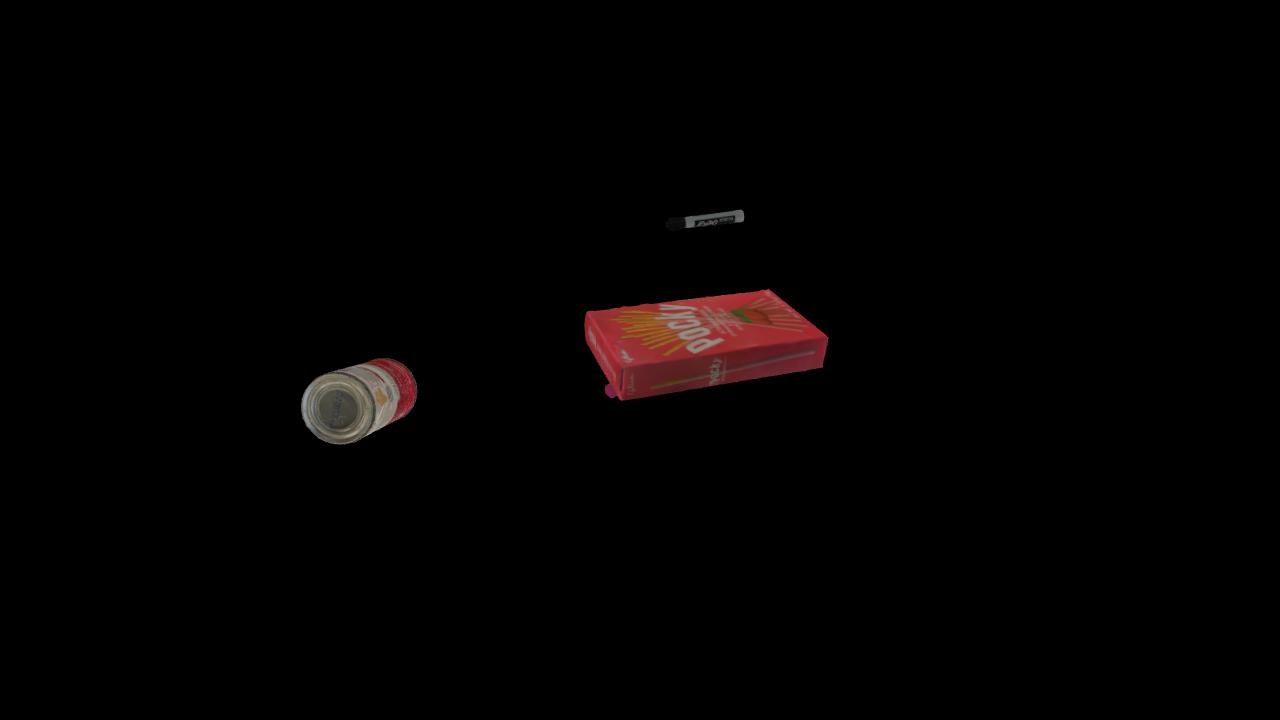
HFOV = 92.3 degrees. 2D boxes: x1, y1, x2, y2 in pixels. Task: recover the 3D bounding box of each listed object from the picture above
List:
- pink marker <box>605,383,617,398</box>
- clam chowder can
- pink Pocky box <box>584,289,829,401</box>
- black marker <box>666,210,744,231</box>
[{"bbox_3d":[-0.006,0.023,0.817,0.020,0.020,0.121,0,17,36],"label":"pink marker"},{"bbox_3d":[-0.265,0.037,0.589,0.068,0.068,0.102,0,6,1],"label":"clam chowder can"},{"bbox_3d":[0.045,-0.015,0.439,0.155,0.029,0.084,-8,32,-18],"label":"pink Pocky box"},{"bbox_3d":[0.098,-0.211,0.928,0.121,0.020,0.020,-9,2,-11],"label":"black marker"}]
